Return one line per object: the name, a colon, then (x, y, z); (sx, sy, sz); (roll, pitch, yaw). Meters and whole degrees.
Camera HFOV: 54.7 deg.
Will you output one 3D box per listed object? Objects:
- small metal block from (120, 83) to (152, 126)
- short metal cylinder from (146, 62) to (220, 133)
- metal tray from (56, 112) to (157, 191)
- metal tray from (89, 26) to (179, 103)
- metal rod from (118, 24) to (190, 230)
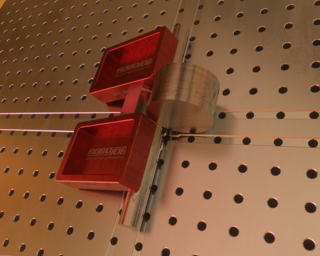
small metal block: (-0.031, -0.026, 0.422); (0.050, 0.025, 0.050); (-23, 45, 54)
short metal cylinder: (0.028, -0.034, 0.375); (0.080, 0.080, 0.050); (0, 62, 28)
metal tray: (-0.072, 0.032, 0.401); (0.130, 0.030, 0.090); (-7, 58, 39)
metal tray: (-0.041, -0.091, 0.460); (0.130, 0.030, 0.090); (-7, 58, 39)
metal rod: (-0.001, -0.019, 0.415); (0.025, 0.025, 0.300); (0, 62, 28)
